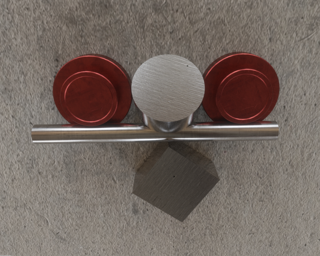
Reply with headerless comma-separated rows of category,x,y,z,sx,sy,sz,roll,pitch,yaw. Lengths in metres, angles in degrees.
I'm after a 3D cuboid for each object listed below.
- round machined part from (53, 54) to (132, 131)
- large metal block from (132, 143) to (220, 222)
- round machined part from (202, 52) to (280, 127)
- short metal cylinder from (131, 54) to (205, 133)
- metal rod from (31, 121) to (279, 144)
round machined part,-0.084,-0.040,0.385,0.099,0.042,0.097,0,110,0
large metal block,0.020,0.066,0.420,0.080,0.050,0.080,34,107,-12
round machined part,0.101,-0.043,0.387,0.099,0.042,0.097,0,110,0
short metal cylinder,0.009,-0.038,0.364,0.080,0.050,0.080,0,75,0
metal rod,-0.006,0.006,0.390,0.302,0.025,0.025,-1,110,0
